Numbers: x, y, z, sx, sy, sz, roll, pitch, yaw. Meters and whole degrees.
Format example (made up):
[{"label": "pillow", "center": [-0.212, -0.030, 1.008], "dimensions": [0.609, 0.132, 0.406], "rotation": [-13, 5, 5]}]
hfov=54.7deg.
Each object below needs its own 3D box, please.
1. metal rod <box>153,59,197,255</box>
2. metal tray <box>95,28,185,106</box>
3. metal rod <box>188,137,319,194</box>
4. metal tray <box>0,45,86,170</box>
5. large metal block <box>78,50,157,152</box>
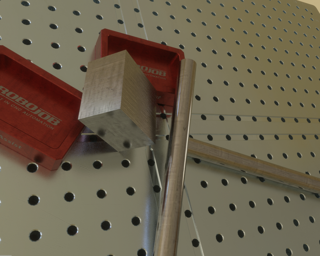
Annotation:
[{"label": "metal rod", "center": [0.019, 0.041, 0.372], "dimensions": [0.025, 0.025, 0.299], "rotation": [18, 61, -18]}, {"label": "metal tray", "center": [-0.025, -0.085, 0.444], "dimensions": [0.131, 0.030, 0.090], "rotation": [9, 58, -24]}, {"label": "metal rod", "center": [0.166, 0.065, 0.460], "dimensions": [0.302, 0.025, 0.025], "rotation": [17, 55, -19]}, {"label": "metal tray", "center": [-0.147, -0.024, 0.340], "dimensions": [0.130, 0.030, 0.090], "rotation": [31, 51, -9]}, {"label": "large metal block", "center": [-0.044, -0.029, 0.361], "dimensions": [0.080, 0.050, 0.080], "rotation": [49, 34, -51]}]
